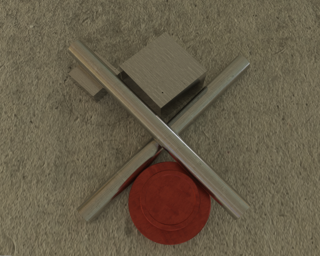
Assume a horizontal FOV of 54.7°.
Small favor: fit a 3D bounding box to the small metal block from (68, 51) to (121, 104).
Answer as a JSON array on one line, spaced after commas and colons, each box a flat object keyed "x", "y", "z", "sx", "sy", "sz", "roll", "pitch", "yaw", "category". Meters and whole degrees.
[{"x": -0.090, "y": -0.071, "z": 0.435, "sx": 0.050, "sy": 0.025, "sz": 0.050, "roll": 41, "pitch": 75, "yaw": 13, "category": "small metal block"}]

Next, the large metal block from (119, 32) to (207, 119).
[{"x": 0.004, "y": -0.069, "z": 0.422, "sx": 0.080, "sy": 0.050, "sz": 0.080, "roll": -40, "pitch": 75, "yaw": -14, "category": "large metal block"}]

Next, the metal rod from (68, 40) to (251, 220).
[{"x": -0.011, "y": -0.007, "z": 0.385, "sx": 0.025, "sy": 0.025, "sz": 0.300, "roll": -42, "pitch": 76, "yaw": -14, "category": "metal rod"}]

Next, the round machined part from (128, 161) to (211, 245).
[{"x": 0.012, "y": 0.087, "z": 0.368, "sx": 0.099, "sy": 0.042, "sz": 0.098, "roll": 0, "pitch": 70, "yaw": -1, "category": "round machined part"}]

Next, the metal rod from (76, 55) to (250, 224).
[{"x": 0.014, "y": 0.005, "z": 0.409, "sx": 0.025, "sy": 0.025, "sz": 0.301, "roll": 43, "pitch": 75, "yaw": 13, "category": "metal rod"}]
